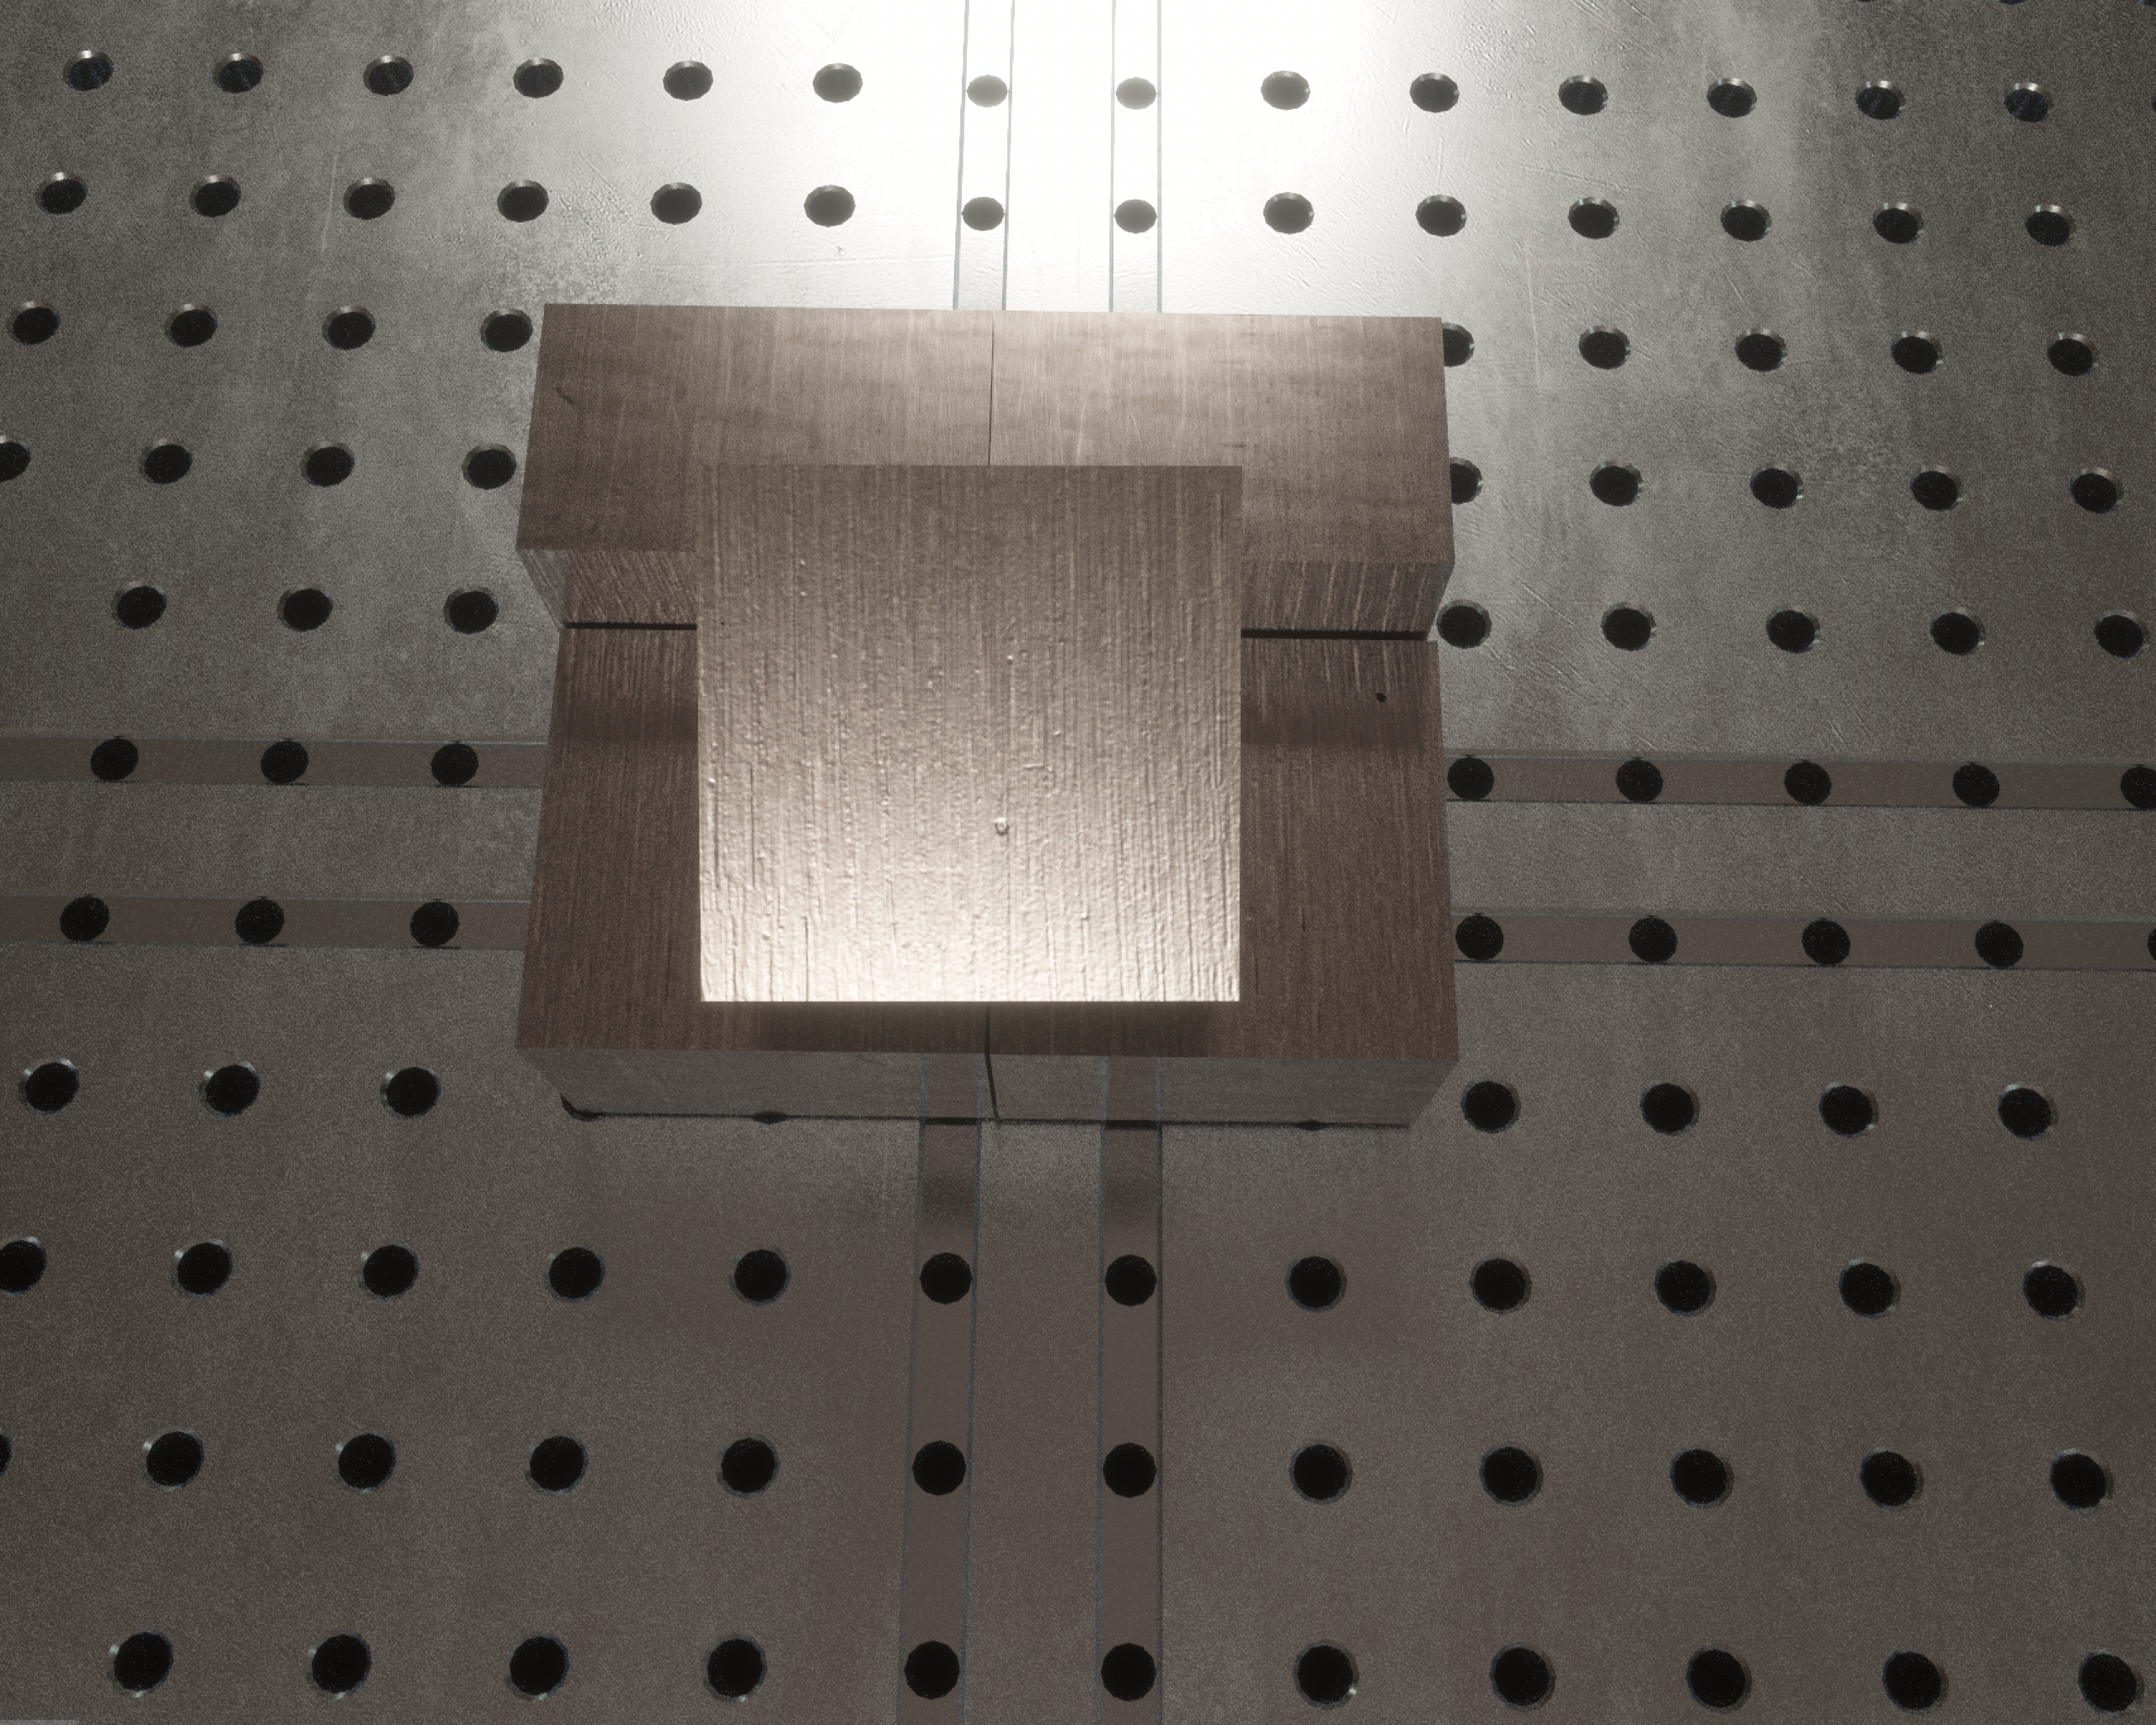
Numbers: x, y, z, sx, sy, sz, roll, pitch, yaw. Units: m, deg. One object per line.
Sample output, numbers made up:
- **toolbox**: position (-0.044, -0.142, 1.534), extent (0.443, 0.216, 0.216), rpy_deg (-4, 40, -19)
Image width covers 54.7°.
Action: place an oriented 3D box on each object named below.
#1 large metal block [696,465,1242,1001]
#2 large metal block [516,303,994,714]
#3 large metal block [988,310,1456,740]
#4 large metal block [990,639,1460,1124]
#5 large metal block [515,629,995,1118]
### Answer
- **large metal block**: position (-0.016, -0.021, 0.335), extent (0.081, 0.050, 0.079), rpy_deg (0, 94, -1)
- **large metal block**: position (-0.056, -0.063, 0.404), extent (0.081, 0.080, 0.050), rpy_deg (1, 70, 0)
- **large metal block**: position (0.025, -0.062, 0.404), extent (0.081, 0.080, 0.050), rpy_deg (1, 70, 0)
- **large metal block**: position (0.026, 0.004, 0.394), extent (0.081, 0.050, 0.080), rpy_deg (1, 70, 0)
- **large metal block**: position (-0.056, 0.003, 0.395), extent (0.081, 0.050, 0.080), rpy_deg (1, 70, 0)
